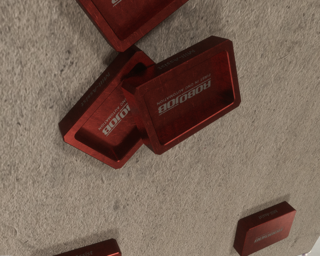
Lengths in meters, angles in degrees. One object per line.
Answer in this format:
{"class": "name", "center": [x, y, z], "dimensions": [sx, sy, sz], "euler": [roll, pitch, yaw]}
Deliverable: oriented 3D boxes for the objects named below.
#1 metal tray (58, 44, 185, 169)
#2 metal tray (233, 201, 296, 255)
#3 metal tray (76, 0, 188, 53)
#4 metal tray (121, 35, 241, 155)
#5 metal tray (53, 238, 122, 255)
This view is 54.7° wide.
{"class": "metal tray", "center": [-0.043, -0.021, 0.368], "dimensions": [0.130, 0.030, 0.090], "euler": [-48, 129, 5]}
{"class": "metal tray", "center": [0.224, 0.217, 0.664], "dimensions": [0.131, 0.030, 0.089], "euler": [-14, 124, -21]}
{"class": "metal tray", "center": [-0.018, -0.149, 0.302], "dimensions": [0.130, 0.030, 0.090], "euler": [-39, 130, -2]}
{"class": "metal tray", "center": [0.031, -0.039, 0.357], "dimensions": [0.131, 0.030, 0.090], "euler": [-31, 126, -18]}
{"class": "metal tray", "center": [-0.127, 0.228, 0.476], "dimensions": [0.131, 0.030, 0.089], "euler": [-9, 122, -24]}
